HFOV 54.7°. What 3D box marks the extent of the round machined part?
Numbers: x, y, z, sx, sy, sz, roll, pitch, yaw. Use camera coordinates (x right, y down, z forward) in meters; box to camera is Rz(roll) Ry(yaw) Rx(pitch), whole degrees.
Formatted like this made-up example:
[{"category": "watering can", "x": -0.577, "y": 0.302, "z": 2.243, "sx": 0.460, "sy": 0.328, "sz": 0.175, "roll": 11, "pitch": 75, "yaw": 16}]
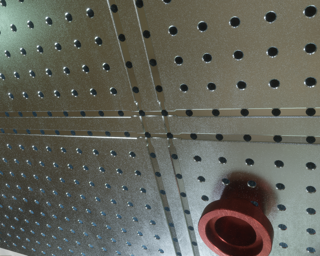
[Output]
[{"category": "round machined part", "x": 0.106, "y": 0.135, "z": 0.427, "sx": 0.098, "sy": 0.042, "sz": 0.097, "roll": 13, "pitch": 124, "yaw": 20}]
